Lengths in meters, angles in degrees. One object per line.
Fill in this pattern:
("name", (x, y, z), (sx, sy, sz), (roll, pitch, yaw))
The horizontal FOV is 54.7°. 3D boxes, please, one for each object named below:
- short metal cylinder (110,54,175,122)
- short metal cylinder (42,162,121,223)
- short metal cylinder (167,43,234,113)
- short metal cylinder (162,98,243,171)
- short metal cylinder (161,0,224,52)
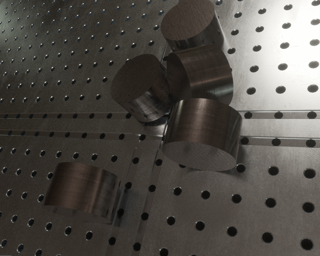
("short metal cylinder", (-0.021, -0.055, 0.429), (0.080, 0.050, 0.080), (-19, 51, 25))
("short metal cylinder", (-0.092, 0.079, 0.371), (0.080, 0.080, 0.050), (-2, 61, 26))
("short metal cylinder", (0.046, -0.057, 0.374), (0.050, 0.080, 0.080), (-17, 51, -12))
("short metal cylinder", (0.047, 0.010, 0.342), (0.080, 0.080, 0.050), (1, 63, 28))
("short metal cylinder", (0.048, -0.142, 0.453), (0.080, 0.050, 0.080), (-13, 56, 20))
